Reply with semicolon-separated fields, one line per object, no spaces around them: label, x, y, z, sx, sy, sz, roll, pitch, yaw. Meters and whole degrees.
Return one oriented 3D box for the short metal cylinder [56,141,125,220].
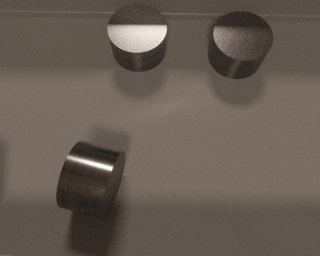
short metal cylinder;-0.077;0.059;0.358;0.050;0.080;0.080;14;71;5

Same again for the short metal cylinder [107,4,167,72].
short metal cylinder;-0.031;-0.128;0.443;0.081;0.050;0.080;0;70;0

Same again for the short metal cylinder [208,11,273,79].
short metal cylinder;0.112;-0.117;0.441;0.081;0.050;0.080;0;70;0
